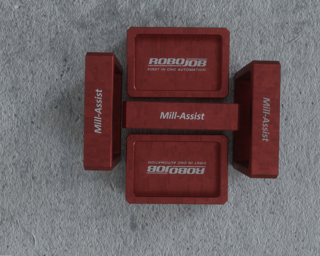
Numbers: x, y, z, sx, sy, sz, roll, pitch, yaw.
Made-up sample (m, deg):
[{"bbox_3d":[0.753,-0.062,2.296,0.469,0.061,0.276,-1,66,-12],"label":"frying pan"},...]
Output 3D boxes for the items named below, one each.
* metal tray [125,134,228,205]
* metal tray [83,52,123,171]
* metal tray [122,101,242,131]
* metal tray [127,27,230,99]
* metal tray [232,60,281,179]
[{"bbox_3d":[0.022,0.053,0.410,0.131,0.030,0.089,1,89,0],"label":"metal tray"},{"bbox_3d":[-0.067,-0.019,0.378,0.030,0.090,0.129,1,91,0],"label":"metal tray"},{"bbox_3d":[0.024,-0.014,0.380,0.131,0.090,0.030,1,92,0],"label":"metal tray"},{"bbox_3d":[0.023,-0.084,0.409,0.131,0.030,0.089,0,93,0],"label":"metal tray"},{"bbox_3d":[0.115,-0.010,0.379,0.030,0.090,0.129,1,90,0],"label":"metal tray"}]
